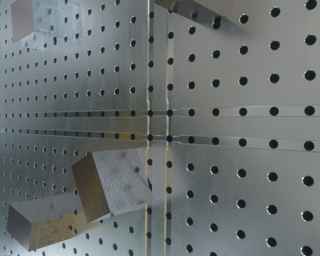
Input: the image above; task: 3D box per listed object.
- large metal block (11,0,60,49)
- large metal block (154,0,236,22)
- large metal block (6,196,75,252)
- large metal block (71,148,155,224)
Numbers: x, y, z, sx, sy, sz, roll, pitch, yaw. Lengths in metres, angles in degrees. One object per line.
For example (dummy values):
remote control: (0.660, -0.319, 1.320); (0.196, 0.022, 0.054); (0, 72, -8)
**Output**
large metal block: (-0.240, -0.205, 0.593); (0.080, 0.050, 0.080); (-8, 85, 40)
large metal block: (0.044, -0.166, 0.338); (0.050, 0.081, 0.080); (14, 99, 39)
large metal block: (-0.212, 0.166, 0.550); (0.080, 0.081, 0.050); (18, 101, 39)
large metal block: (-0.064, 0.077, 0.428); (0.050, 0.081, 0.080); (-34, 69, 35)
